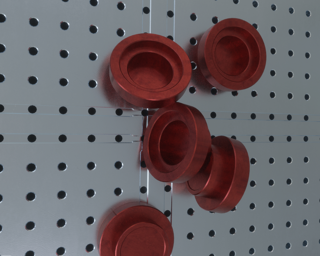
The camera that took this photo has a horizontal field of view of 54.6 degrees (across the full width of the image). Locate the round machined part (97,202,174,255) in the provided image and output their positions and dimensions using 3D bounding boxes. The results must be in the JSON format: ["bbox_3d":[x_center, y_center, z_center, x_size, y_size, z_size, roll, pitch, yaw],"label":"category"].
[{"bbox_3d":[-0.027,0.147,0.394,0.099,0.042,0.097,0,90,-20],"label":"round machined part"}]

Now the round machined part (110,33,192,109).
[{"bbox_3d":[-0.013,-0.066,0.385,0.099,0.042,0.098,5,63,-9],"label":"round machined part"}]

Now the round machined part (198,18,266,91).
[{"bbox_3d":[0.097,-0.100,0.439,0.099,0.042,0.097,0,90,-20],"label":"round machined part"}]

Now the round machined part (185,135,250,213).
[{"bbox_3d":[0.067,0.056,0.398,0.042,0.098,0.098,17,84,-19],"label":"round machined part"}]

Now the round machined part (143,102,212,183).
[{"bbox_3d":[0.025,0.019,0.386,0.042,0.098,0.098,13,86,-38],"label":"round machined part"}]
